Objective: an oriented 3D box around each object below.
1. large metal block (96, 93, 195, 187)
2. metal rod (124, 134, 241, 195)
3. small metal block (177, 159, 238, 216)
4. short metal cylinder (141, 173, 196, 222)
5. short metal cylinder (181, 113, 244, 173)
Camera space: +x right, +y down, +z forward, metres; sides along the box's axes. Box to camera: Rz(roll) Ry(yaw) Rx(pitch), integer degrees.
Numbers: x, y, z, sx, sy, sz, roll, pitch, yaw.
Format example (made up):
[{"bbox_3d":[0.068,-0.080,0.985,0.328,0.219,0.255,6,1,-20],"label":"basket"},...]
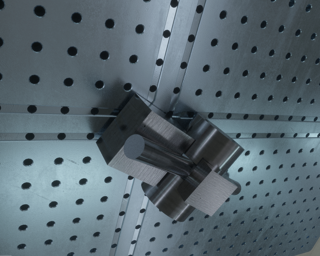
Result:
[{"bbox_3d":[-0.018,0.017,0.388,0.080,0.050,0.080,33,100,-39],"label":"large metal block"},{"bbox_3d":[0.052,0.062,0.423,0.025,0.025,0.301,-50,144,7],"label":"metal rod"},{"bbox_3d":[0.058,0.075,0.383,0.050,0.025,0.050,35,99,-30],"label":"small metal block"},{"bbox_3d":[0.021,0.084,0.434,0.080,0.080,0.050,34,99,-39],"label":"short metal cylinder"},{"bbox_3d":[0.067,0.023,0.423,0.080,0.080,0.050,31,101,-38],"label":"short metal cylinder"}]
